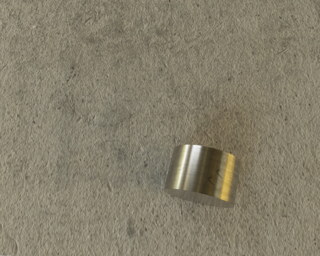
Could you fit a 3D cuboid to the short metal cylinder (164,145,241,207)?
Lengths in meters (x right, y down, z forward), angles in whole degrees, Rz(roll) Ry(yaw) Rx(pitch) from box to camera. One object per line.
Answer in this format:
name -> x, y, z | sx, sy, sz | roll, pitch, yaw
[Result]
short metal cylinder -> 0.049, 0.057, 0.358 | 0.080, 0.080, 0.050 | 13, 71, 5
